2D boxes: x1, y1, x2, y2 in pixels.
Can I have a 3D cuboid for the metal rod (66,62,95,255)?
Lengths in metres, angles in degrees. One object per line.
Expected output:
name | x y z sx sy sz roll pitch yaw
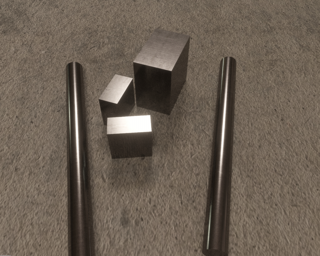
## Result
metal rod | -0.102 0.020 0.384 0.025 0.025 0.300 -9 51 -8

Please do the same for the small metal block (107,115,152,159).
small metal block | -0.036 0.012 0.377 0.050 0.050 0.025 -4 50 -4

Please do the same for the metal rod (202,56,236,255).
metal rod | 0.081 0.010 0.396 0.025 0.025 0.300 8 50 6

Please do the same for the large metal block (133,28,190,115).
large metal block | 0.004 -0.079 0.434 0.050 0.080 0.080 16 52 12

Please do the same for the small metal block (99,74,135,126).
small metal block | -0.056 -0.035 0.416 0.025 0.050 0.050 15 52 12
